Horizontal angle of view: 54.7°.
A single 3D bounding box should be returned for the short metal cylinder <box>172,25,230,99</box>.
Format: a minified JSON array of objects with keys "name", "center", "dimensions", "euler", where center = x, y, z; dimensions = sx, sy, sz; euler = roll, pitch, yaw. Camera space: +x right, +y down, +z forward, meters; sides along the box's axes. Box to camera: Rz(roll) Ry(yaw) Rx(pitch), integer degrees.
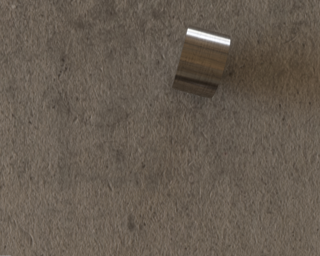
[{"name":"short metal cylinder","center":[0.049,-0.081,0.383],"dimensions":[0.050,0.080,0.080],"euler":[15,90,0]}]
